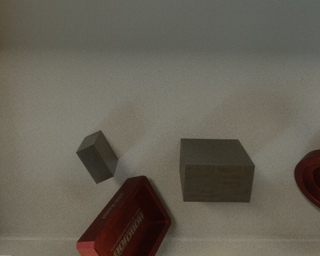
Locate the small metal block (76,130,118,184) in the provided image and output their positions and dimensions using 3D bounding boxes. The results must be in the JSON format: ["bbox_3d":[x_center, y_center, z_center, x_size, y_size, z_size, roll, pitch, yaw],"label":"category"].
[{"bbox_3d":[-0.081,0.037,0.411,0.025,0.050,0.050,-25,109,9],"label":"small metal block"}]

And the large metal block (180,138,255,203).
[{"bbox_3d":[0.069,0.052,0.402,0.081,0.080,0.050,1,110,-1],"label":"large metal block"}]

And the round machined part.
[{"bbox_3d":[0.236,0.068,0.411,0.042,0.098,0.098,-36,111,-26],"label":"round machined part"}]

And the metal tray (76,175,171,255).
[{"bbox_3d":[-0.039,0.135,0.404,0.030,0.131,0.090,-17,110,33],"label":"metal tray"}]
